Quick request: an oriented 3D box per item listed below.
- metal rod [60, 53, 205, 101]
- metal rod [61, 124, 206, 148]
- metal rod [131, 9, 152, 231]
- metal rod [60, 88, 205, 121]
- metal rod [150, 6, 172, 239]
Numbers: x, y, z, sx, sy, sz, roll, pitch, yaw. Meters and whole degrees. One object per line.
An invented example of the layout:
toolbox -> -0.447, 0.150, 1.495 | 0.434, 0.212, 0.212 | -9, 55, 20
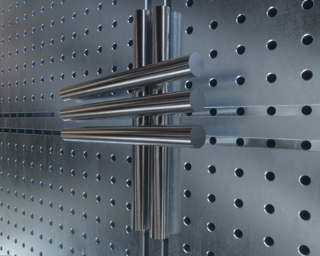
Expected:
metal rod -> -0.063, -0.063, 0.432 | 0.300, 0.025, 0.025 | -2, 89, 47
metal rod -> -0.061, 0.009, 0.430 | 0.300, 0.025, 0.025 | 0, 90, 48
metal rod -> -0.026, -0.010, 0.429 | 0.025, 0.025, 0.298 | 1, 91, 39
metal rod -> -0.062, -0.026, 0.431 | 0.300, 0.025, 0.025 | -1, 89, 48
metal rod -> 0.001, -0.007, 0.407 | 0.025, 0.025, 0.298 | 1, 91, 39
